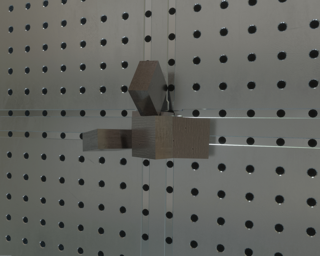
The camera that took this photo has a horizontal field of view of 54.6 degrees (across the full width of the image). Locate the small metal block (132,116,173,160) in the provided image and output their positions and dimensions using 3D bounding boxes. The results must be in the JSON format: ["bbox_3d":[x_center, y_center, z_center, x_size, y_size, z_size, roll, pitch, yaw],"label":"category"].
[{"bbox_3d":[-0.010,0.011,0.378,0.050,0.025,0.050,-1,90,53],"label":"small metal block"}]

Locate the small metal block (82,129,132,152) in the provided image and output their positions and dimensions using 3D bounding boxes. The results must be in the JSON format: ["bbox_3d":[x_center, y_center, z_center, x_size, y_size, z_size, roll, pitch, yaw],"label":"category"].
[{"bbox_3d":[-0.070,0.017,0.414,0.050,0.050,0.025,-12,78,54],"label":"small metal block"}]

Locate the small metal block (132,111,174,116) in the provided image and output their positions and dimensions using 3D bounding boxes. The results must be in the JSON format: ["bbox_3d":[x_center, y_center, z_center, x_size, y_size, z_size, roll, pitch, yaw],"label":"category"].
[{"bbox_3d":[-0.010,0.003,0.417,0.050,0.025,0.050,3,91,20],"label":"small metal block"}]

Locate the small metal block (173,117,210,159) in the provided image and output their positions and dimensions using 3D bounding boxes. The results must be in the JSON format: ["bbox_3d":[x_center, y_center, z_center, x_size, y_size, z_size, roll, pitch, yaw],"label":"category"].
[{"bbox_3d":[0.034,0.012,0.389,0.050,0.025,0.050,2,91,-11],"label":"small metal block"}]

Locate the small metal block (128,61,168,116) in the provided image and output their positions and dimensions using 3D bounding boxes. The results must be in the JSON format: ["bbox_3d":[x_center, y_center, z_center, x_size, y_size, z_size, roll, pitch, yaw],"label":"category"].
[{"bbox_3d":[-0.014,-0.050,0.394,0.025,0.050,0.050,3,55,21],"label":"small metal block"}]
